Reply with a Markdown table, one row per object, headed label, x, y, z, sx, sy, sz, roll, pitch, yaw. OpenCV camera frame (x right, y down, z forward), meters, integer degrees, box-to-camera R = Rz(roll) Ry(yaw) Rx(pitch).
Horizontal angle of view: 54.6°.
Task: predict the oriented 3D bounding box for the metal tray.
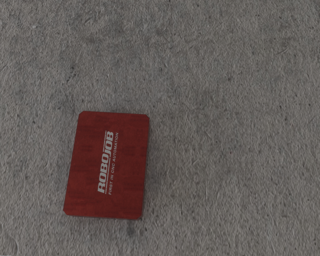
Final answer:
| label | x | y | z | sx | sy | sz | roll | pitch | yaw |
| --- | --- | --- | --- | --- | --- | --- | --- | --- | --- |
| metal tray | -0.062 | 0.046 | 0.389 | 0.090 | 0.030 | 0.130 | 3 | 70 | 1 |
